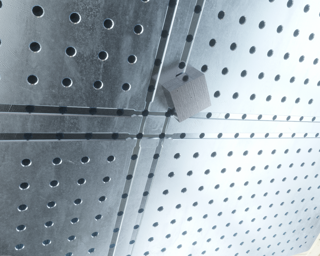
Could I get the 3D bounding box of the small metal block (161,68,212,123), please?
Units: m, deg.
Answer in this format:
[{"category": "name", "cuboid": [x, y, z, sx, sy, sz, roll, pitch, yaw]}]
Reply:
[{"category": "small metal block", "cuboid": [0.035, -0.043, 0.406, 0.050, 0.025, 0.050, -29, 129, -11]}]
